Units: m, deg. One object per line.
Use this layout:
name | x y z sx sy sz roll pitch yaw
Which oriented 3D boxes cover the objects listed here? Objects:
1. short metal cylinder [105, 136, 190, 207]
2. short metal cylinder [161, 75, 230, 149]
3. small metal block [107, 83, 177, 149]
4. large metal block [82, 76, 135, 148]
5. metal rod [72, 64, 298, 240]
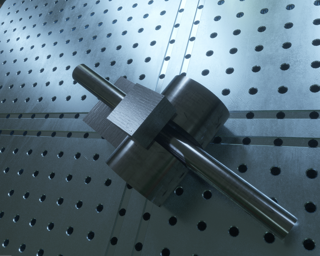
short metal cylinder | -0.014 0.044 0.349 0.080 0.080 0.050 34 81 38
short metal cylinder | 0.033 -0.016 0.362 0.080 0.080 0.050 31 79 38
small metal block | -0.020 -0.014 0.321 0.050 0.025 0.050 -51 43 -8
large metal block | -0.042 -0.012 0.414 0.080 0.050 0.080 33 80 38
metal rod | 0.008 0.011 0.342 0.300 0.025 0.025 37 82 23
